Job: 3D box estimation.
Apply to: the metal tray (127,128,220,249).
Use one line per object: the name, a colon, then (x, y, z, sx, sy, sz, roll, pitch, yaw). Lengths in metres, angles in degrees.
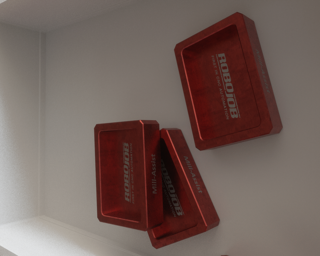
metal tray: (0.009, 0.076, 0.394, 0.090, 0.030, 0.130, -34, 69, 34)

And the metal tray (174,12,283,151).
metal tray: (0.071, -0.047, 0.343, 0.090, 0.030, 0.129, -19, 78, 38)

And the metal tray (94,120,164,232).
metal tray: (-0.042, 0.057, 0.396, 0.090, 0.030, 0.129, -4, 87, 39)
